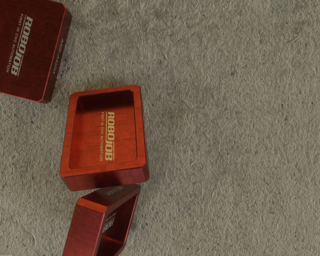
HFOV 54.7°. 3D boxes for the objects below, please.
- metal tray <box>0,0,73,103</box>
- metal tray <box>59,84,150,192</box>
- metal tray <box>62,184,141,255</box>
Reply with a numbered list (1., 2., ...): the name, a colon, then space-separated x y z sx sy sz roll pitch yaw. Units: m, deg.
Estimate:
1. metal tray: -0.177 -0.105 0.406 0.091 0.030 0.129 14 90 0
2. metal tray: -0.063 0.006 0.367 0.091 0.030 0.130 -7 49 0
3. metal tray: -0.063 0.114 0.354 0.030 0.130 0.089 16 92 11
